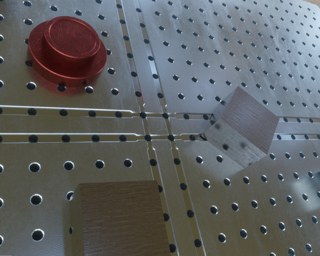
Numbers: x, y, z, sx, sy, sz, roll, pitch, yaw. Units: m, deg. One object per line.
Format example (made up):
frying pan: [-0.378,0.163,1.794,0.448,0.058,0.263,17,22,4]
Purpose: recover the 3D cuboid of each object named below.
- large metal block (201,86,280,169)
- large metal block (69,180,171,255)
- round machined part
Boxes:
large metal block: [0.120,-0.002,0.457,0.080,0.050,0.080,38,51,-3]
large metal block: [-0.042,0.100,0.308,0.081,0.050,0.080,3,61,-27]
round machined part: [-0.115,-0.104,0.398,0.099,0.042,0.098,13,56,-21]
